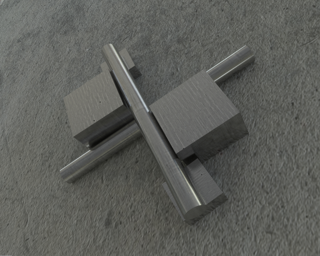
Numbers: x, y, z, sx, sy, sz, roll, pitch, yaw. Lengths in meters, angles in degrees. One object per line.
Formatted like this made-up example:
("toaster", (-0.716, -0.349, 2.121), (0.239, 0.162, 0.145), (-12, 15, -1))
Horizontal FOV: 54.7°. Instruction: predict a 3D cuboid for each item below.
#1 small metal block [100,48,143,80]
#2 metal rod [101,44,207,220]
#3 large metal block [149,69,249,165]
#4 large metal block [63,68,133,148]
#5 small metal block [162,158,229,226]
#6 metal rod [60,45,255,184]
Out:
("small metal block", (-0.063, -0.093, 0.496), (0.050, 0.025, 0.050), (-32, 52, 7))
("metal rod", (-0.023, -0.020, 0.396), (0.025, 0.025, 0.300), (-34, 51, 6))
("large metal block", (0.046, -0.010, 0.371), (0.080, 0.050, 0.080), (-34, 51, 6))
("large metal block", (-0.084, -0.026, 0.447), (0.080, 0.050, 0.080), (-32, 52, 7))
("small metal block", (0.038, 0.071, 0.343), (0.050, 0.025, 0.050), (-37, 51, 3))
("metal rod", (-0.007, -0.015, 0.419), (0.300, 0.025, 0.025), (-34, 52, 6))
